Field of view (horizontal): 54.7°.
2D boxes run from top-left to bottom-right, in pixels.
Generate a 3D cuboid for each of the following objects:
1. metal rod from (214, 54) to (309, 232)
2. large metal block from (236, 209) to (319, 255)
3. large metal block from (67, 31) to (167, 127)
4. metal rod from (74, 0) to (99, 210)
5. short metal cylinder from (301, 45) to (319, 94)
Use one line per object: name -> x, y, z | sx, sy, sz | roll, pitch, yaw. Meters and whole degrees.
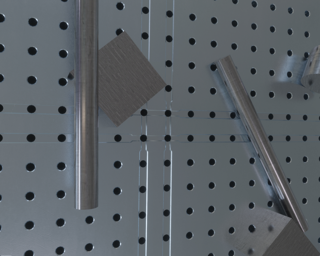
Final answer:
metal rod -> 0.157, 0.030, 0.471 | 0.025, 0.025, 0.299 | -31, 100, -17
large metal block -> 0.177, 0.185, 0.466 | 0.080, 0.050, 0.080 | -44, 104, -15
large metal block -> -0.053, -0.057, 0.380 | 0.080, 0.050, 0.080 | -42, 104, -15
metal rod -> -0.078, -0.065, 0.330 | 0.025, 0.025, 0.298 | 0, 90, -20
short metal cylinder -> 0.270, -0.088, 0.483 | 0.080, 0.080, 0.050 | 24, 82, -19
